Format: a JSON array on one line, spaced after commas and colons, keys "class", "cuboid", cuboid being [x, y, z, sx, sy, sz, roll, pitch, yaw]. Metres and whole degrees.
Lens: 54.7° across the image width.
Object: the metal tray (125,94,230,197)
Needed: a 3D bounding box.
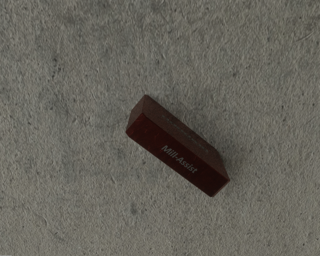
[{"class": "metal tray", "cuboid": [0.022, 0.019, 0.384, 0.130, 0.090, 0.030, 38, 106, -13]}]
